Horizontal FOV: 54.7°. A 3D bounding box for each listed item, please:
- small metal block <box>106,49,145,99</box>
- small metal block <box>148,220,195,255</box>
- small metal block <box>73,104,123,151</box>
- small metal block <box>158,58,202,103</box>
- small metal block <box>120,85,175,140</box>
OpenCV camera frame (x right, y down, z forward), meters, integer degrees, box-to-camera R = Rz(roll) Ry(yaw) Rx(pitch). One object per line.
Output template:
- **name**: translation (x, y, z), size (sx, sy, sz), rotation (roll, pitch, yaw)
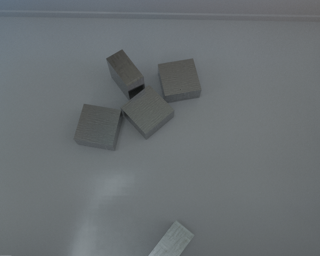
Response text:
- **small metal block**: translation (-0.045, -0.069, 0.421), size (0.025, 0.050, 0.050), rotation (-34, 74, -11)
- **small metal block**: translation (0.011, 0.133, 0.348), size (0.025, 0.050, 0.050), rotation (38, 74, 12)
- **small metal block**: translation (-0.080, -0.001, 0.409), size (0.050, 0.025, 0.050), rotation (10, 70, 3)
- **small metal block**: translation (0.026, -0.066, 0.434), size (0.050, 0.025, 0.050), rotation (-10, 70, -4)
- **small metal block**: translation (-0.016, -0.021, 0.417), size (0.050, 0.025, 0.050), rotation (-40, 75, -14)
